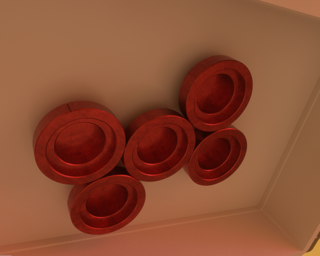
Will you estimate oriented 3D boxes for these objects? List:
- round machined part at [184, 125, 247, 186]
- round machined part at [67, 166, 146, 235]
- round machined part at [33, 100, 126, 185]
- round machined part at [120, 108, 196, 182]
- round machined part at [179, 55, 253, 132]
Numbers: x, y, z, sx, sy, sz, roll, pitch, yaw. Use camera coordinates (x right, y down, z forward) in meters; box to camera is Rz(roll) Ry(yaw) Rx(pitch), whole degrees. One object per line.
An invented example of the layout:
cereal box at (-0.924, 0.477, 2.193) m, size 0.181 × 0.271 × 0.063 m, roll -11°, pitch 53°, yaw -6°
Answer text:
round machined part at (0.075, 0.033, 0.456) m, size 0.099 × 0.042 × 0.097 m, roll -14°, pitch 124°, yaw -21°
round machined part at (-0.072, 0.090, 0.410) m, size 0.099 × 0.042 × 0.097 m, roll -14°, pitch 124°, yaw -21°
round machined part at (-0.092, 0.013, 0.352) m, size 0.099 × 0.042 × 0.097 m, roll -14°, pitch 124°, yaw -21°
round machined part at (-0.007, 0.018, 0.401) m, size 0.099 × 0.042 × 0.097 m, roll -14°, pitch 124°, yaw -21°
round machined part at (0.067, -0.047, 0.402) m, size 0.099 × 0.042 × 0.097 m, roll -14°, pitch 124°, yaw -21°
